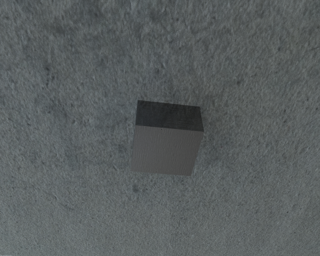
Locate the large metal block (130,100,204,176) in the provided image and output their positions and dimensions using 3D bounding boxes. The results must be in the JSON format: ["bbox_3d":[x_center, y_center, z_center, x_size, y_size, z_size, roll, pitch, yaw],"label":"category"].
[{"bbox_3d":[0.006,0.014,0.403,0.081,0.050,0.079,6,130,-5],"label":"large metal block"}]
